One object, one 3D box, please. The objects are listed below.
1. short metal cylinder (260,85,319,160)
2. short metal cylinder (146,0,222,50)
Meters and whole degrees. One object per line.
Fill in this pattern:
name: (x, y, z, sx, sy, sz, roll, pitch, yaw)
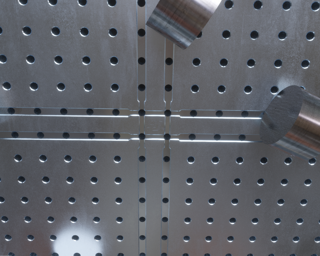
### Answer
short metal cylinder: (0.170, -0.006, 0.384, 0.050, 0.080, 0.080, 24, 108, -9)
short metal cylinder: (0.027, -0.133, 0.335, 0.050, 0.080, 0.080, 32, 107, -11)
